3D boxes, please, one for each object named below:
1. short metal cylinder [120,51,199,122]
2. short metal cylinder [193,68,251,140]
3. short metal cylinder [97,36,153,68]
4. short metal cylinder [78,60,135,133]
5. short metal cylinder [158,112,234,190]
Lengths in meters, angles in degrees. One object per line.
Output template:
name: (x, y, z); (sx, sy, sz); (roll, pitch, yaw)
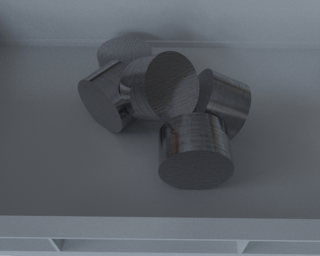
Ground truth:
short metal cylinder: (0.000, -0.047, 0.367); (0.080, 0.080, 0.050); (-42, 25, -29)
short metal cylinder: (0.067, -0.027, 0.384); (0.050, 0.080, 0.080); (19, 48, -16)
short metal cylinder: (-0.051, -0.094, 0.467); (0.080, 0.050, 0.080); (0, 50, 0)
short metal cylinder: (-0.060, -0.041, 0.403); (0.080, 0.080, 0.050); (33, 58, 25)
short metal cylinder: (0.039, 0.028, 0.346); (0.080, 0.080, 0.050); (0, 50, 0)
